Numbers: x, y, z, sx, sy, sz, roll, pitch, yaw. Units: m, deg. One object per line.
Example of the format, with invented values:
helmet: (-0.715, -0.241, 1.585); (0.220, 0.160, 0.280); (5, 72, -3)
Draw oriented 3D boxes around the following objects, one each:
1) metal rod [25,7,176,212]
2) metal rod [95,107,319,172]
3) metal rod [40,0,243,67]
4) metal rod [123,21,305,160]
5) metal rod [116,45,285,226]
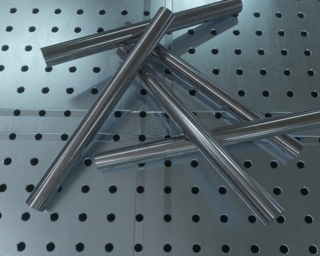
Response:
metal rod: (-0.071, -0.030, 0.396); (0.025, 0.025, 0.300); (32, 82, 10)
metal rod: (0.069, 0.013, 0.389); (0.302, 0.025, 0.025); (-12, 71, 2)
metal rod: (-0.013, -0.140, 0.437); (0.302, 0.025, 0.025); (-21, 71, -18)
metal rod: (0.063, -0.059, 0.433); (0.300, 0.025, 0.025); (38, 74, 12)
metal rod: (0.030, -0.011, 0.379); (0.025, 0.025, 0.300); (-33, 60, -12)
